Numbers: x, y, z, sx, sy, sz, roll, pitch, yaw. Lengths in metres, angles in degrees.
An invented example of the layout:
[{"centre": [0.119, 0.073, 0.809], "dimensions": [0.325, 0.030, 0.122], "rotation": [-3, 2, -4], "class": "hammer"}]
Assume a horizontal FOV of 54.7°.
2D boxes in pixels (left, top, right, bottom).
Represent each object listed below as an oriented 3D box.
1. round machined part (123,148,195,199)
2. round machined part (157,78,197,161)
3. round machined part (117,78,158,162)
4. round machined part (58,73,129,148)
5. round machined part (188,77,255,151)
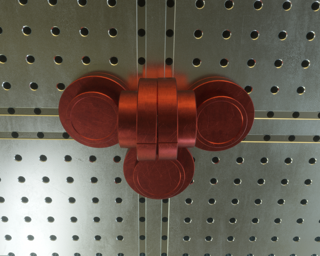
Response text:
[{"centre": [-0.001, 0.057, 0.425], "dimensions": [0.099, 0.042, 0.097], "rotation": [0, 110, -1], "class": "round machined part"}, {"centre": [0.019, -0.010, 0.365], "dimensions": [0.042, 0.098, 0.097], "rotation": [-1, 110, 0], "class": "round machined part"}, {"centre": [-0.025, -0.010, 0.364], "dimensions": [0.042, 0.098, 0.097], "rotation": [1, 110, -1], "class": "round machined part"}, {"centre": [-0.081, -0.018, 0.396], "dimensions": [0.099, 0.042, 0.097], "rotation": [0, 110, -1], "class": "round machined part"}, {"centre": [0.073, -0.013, 0.400], "dimensions": [0.099, 0.042, 0.097], "rotation": [0, 110, -1], "class": "round machined part"}]
